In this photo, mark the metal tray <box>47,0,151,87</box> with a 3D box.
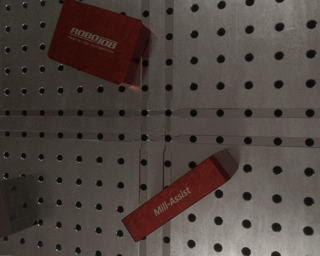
[{"bbox_3d":[-0.089,-0.121,0.440,0.130,0.030,0.089,22,97,18],"label":"metal tray"}]

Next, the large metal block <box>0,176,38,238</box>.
[{"bbox_3d":[-0.251,0.128,0.486,0.080,0.050,0.080,-20,83,18],"label":"large metal block"}]

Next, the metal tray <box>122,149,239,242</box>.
[{"bbox_3d":[0.027,0.077,0.367,0.130,0.090,0.030,-38,78,15],"label":"metal tray"}]
